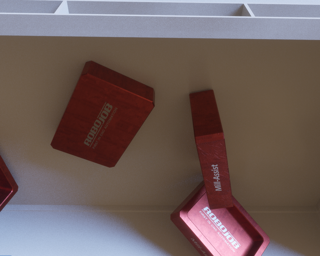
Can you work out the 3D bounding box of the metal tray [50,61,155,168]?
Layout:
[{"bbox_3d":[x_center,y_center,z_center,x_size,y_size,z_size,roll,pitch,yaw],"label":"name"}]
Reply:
[{"bbox_3d":[-0.075,-0.011,0.396,0.091,0.030,0.129,22,127,-18],"label":"metal tray"}]

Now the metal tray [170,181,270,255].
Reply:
[{"bbox_3d":[0.089,0.148,0.454,0.130,0.091,0.030,49,147,3],"label":"metal tray"}]

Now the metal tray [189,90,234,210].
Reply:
[{"bbox_3d":[0.065,0.029,0.391,0.030,0.090,0.129,-10,130,8],"label":"metal tray"}]

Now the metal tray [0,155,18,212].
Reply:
[{"bbox_3d":[-0.255,0.074,0.423,0.030,0.090,0.129,9,132,16],"label":"metal tray"}]
